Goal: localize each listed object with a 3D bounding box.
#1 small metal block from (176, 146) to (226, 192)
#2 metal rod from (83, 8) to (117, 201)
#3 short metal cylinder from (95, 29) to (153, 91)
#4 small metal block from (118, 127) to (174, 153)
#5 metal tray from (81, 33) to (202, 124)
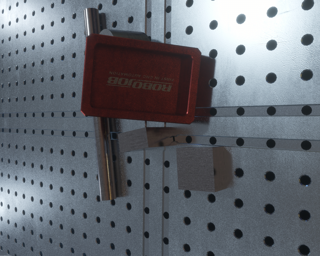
[{"bbox_3d":[0.048,0.048,0.368,0.050,0.025,0.050,-5,87,39],"label":"small metal block"},{"bbox_3d":[-0.094,-0.039,0.484,0.025,0.025,0.298,-10,84,39],"label":"metal rod"},{"bbox_3d":[-0.050,-0.090,0.417,0.080,0.050,0.079,15,108,57],"label":"short metal cylinder"},{"bbox_3d":[-0.018,0.015,0.406,0.050,0.050,0.025,-13,82,39],"label":"small metal block"},{"bbox_3d":[-0.022,-0.054,0.363,0.030,0.131,0.089,-155,70,-77],"label":"metal tray"}]
